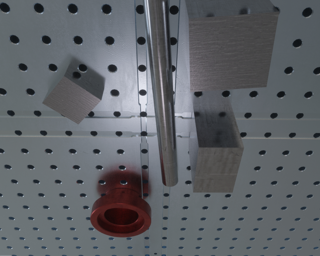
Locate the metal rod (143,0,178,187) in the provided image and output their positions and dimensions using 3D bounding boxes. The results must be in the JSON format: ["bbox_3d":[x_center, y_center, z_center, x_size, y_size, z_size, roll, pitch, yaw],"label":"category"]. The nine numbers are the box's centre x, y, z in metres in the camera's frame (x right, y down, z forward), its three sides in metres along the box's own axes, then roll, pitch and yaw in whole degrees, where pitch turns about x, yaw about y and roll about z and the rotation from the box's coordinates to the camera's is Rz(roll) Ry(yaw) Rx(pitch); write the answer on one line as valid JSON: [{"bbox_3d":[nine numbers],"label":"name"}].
[{"bbox_3d":[0.005,-0.032,0.384,0.025,0.025,0.298,-3,130,3],"label":"metal rod"}]

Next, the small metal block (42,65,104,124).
[{"bbox_3d":[-0.105,-0.039,0.377,0.050,0.025,0.050,34,122,-26],"label":"small metal block"}]

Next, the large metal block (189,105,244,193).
[{"bbox_3d":[0.068,0.026,0.398,0.050,0.080,0.079,0,130,-1],"label":"large metal block"}]

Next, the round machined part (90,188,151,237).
[{"bbox_3d":[-0.063,0.138,0.518,0.099,0.042,0.097,0,130,0],"label":"round machined part"}]

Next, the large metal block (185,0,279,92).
[{"bbox_3d":[0.069,-0.087,0.322,0.080,0.050,0.080,-4,130,3],"label":"large metal block"}]
